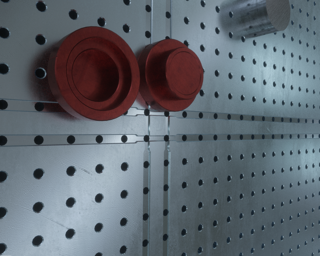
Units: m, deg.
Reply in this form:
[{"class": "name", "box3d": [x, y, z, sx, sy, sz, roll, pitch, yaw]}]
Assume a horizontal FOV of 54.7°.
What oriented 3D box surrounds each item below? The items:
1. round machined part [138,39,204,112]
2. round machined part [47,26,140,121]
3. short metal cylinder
[{"class": "round machined part", "box3d": [0.020, -0.070, 0.415, 0.099, 0.042, 0.097, 0, 90, -40]}, {"class": "round machined part", "box3d": [-0.074, -0.056, 0.336, 0.099, 0.042, 0.097, 0, 90, -40]}, {"class": "short metal cylinder", "box3d": [0.187, -0.207, 0.549, 0.081, 0.050, 0.080, 0, 90, -40]}]
